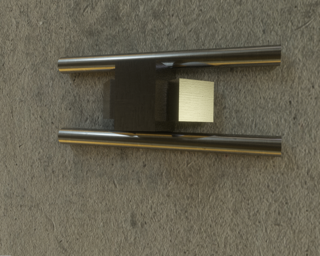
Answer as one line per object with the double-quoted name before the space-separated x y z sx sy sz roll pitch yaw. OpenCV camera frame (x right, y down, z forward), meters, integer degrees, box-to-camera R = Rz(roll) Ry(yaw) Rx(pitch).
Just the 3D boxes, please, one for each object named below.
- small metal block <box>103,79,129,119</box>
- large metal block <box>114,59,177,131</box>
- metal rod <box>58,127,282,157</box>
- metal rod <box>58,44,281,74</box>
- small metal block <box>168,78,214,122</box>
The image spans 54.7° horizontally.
"small metal block" -0.059 -0.037 0.415 0.025 0.050 0.050 1 91 -20
"large metal block" -0.015 -0.037 0.388 0.050 0.080 0.079 1 90 20
"metal rod" -0.001 0.017 0.410 0.301 0.025 0.025 2 91 19
"metal rod" -0.002 -0.089 0.410 0.301 0.025 0.025 2 91 19
"small metal block" 0.038 -0.033 0.381 0.025 0.050 0.050 1 90 61
